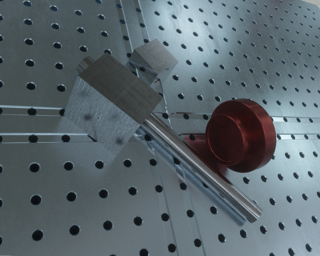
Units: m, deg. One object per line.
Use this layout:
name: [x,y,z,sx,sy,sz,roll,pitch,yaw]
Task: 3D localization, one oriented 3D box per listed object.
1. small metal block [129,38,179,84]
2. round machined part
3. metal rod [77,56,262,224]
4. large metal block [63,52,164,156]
small metal block: [-0.009,-0.101,0.465,0.050,0.025,0.050,48,51,5]
round machined part: [0.098,0.012,0.407,0.042,0.097,0.098,-12,68,-33]
metal rod: [0.012,0.015,0.405,0.300,0.025,0.025,42,51,0]
large metal block: [-0.056,-0.025,0.358,0.080,0.080,0.050,39,51,-2]
